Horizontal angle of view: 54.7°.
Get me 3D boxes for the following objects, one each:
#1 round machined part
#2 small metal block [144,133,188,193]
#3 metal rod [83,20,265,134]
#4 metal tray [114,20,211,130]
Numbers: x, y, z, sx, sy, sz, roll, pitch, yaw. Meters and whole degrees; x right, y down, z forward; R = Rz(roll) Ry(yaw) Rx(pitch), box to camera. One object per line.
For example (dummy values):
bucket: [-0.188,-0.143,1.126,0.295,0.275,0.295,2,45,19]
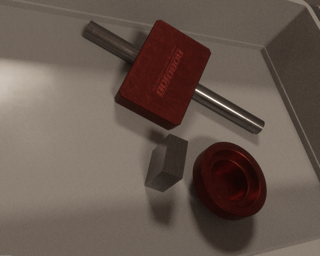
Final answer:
round machined part: [0.084,0.070,0.399,0.099,0.042,0.098,14,56,-21]
small metal block: [0.008,0.043,0.369,0.025,0.050,0.050,23,53,-15]
metal rod: [0.028,-0.071,0.465,0.301,0.025,0.025,28,52,-11]
metal tray: [0.007,-0.074,0.428,0.090,0.030,0.130,28,70,-11]
